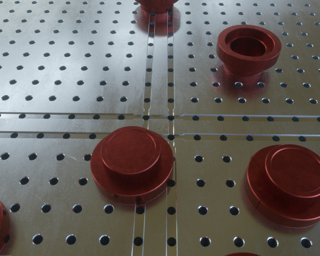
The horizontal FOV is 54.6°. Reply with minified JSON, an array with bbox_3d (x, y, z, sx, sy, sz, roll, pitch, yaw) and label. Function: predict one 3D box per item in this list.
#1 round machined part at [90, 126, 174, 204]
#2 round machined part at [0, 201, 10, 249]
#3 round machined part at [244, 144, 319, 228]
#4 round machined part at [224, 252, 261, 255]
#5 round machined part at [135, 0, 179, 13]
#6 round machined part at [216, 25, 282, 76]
[{"bbox_3d":[-0.033,0.036,0.366,0.099,0.042,0.098,0,50,0],"label":"round machined part"},{"bbox_3d":[-0.210,0.101,0.311,0.099,0.042,0.098,0,50,0],"label":"round machined part"},{"bbox_3d":[0.148,0.057,0.350,0.099,0.042,0.098,0,50,0],"label":"round machined part"},{"bbox_3d":[0.079,0.156,0.266,0.099,0.042,0.098,0,50,0],"label":"round machined part"},{"bbox_3d":[-0.006,-0.267,0.621,0.099,0.042,0.098,0,50,0],"label":"round machined part"},{"bbox_3d":[0.140,-0.122,0.500,0.099,0.042,0.098,0,50,0],"label":"round machined part"}]
